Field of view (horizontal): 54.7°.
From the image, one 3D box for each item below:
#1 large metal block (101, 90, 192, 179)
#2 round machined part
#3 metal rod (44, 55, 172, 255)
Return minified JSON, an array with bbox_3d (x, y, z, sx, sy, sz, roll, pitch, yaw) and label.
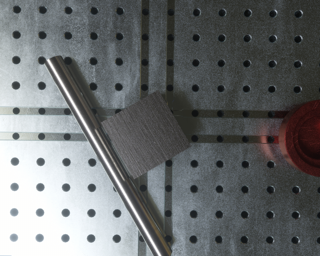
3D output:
[{"bbox_3d":[-0.017,0.008,0.401,0.080,0.050,0.080,-30,90,0],"label":"large metal block"},{"bbox_3d":[0.204,0.013,0.406,0.099,0.042,0.097,0,90,0],"label":"round machined part"},{"bbox_3d":[-0.068,0.040,0.412,0.025,0.025,0.299,-30,90,0],"label":"metal rod"}]
